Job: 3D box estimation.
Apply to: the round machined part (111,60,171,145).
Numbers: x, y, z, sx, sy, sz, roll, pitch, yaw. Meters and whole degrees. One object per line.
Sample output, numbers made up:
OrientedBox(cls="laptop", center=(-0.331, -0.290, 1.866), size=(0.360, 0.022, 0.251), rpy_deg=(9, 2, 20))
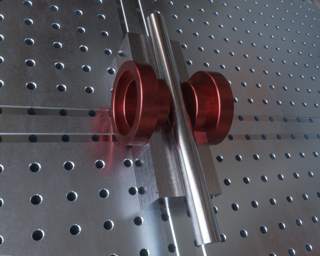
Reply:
OrientedBox(cls="round machined part", center=(-0.022, -0.028, 0.365), size=(0.042, 0.097, 0.098), rpy_deg=(2, 61, -27))

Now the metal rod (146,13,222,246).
OrientedBox(cls="metal rod", center=(0.021, -0.019, 0.367), size=(0.025, 0.025, 0.299), rpy_deg=(3, 61, -27))

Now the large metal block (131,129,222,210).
OrientedBox(cls="large metal block", center=(0.017, 0.049, 0.371), size=(0.081, 0.050, 0.080), rpy_deg=(3, 61, -27))

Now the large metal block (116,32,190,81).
OrientedBox(cls="large metal block", center=(-0.011, -0.081, 0.435), size=(0.081, 0.050, 0.080), rpy_deg=(2, 61, -27))

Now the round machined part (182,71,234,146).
OrientedBox(cls="round machined part", center=(0.049, -0.025, 0.403), size=(0.042, 0.097, 0.098), rpy_deg=(-1, 62, -23))
